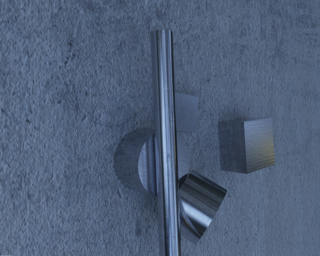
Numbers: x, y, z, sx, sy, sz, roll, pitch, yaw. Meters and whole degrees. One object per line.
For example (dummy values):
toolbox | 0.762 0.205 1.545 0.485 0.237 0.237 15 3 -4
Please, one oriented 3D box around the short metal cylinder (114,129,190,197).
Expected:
short metal cylinder | -0.009 0.042 0.383 0.081 0.050 0.079 0 90 -40

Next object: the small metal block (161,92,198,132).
small metal block | 0.025 -0.021 0.428 0.050 0.025 0.050 7 86 -40

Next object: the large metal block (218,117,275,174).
large metal block | 0.144 0.026 0.512 0.081 0.050 0.079 -8 95 -40

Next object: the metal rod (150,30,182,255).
metal rod | 0.008 0.044 0.347 0.025 0.025 0.298 -4 93 -40

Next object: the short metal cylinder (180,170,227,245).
short metal cylinder | 0.045 0.101 0.401 0.080 0.050 0.080 -55 167 -19
